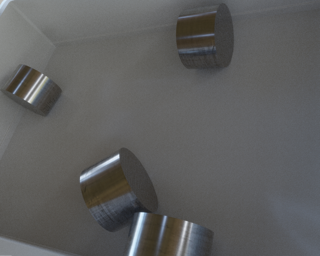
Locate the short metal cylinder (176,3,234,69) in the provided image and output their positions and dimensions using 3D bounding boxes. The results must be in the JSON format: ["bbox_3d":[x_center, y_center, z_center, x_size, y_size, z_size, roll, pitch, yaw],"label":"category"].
[{"bbox_3d":[0.062,-0.120,0.411,0.050,0.080,0.080,3,63,29],"label":"short metal cylinder"}]

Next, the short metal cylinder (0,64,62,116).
[{"bbox_3d":[-0.213,-0.062,0.517,0.080,0.080,0.050,17,71,34],"label":"short metal cylinder"}]

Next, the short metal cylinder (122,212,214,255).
[{"bbox_3d":[0.007,0.117,0.294,0.080,0.080,0.050,1,62,28],"label":"short metal cylinder"}]

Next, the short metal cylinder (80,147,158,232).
[{"bbox_3d":[-0.045,0.069,0.350,0.050,0.080,0.080,-30,52,9],"label":"short metal cylinder"}]
